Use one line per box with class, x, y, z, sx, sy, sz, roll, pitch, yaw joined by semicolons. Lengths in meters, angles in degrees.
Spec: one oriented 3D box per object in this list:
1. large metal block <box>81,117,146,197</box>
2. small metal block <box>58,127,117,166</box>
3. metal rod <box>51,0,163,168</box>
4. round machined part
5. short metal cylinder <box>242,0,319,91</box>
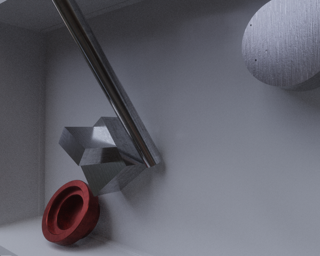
large metal block;-0.070;0.040;0.446;0.080;0.050;0.080;-44;64;31
small metal block;-0.093;0.022;0.400;0.050;0.050;0.025;38;113;33
metal rod;-0.077;-0.082;0.382;0.025;0.025;0.299;-18;106;38
round machined part;-0.133;0.135;0.484;0.098;0.042;0.098;-21;46;25
short metal cylinder;0.124;-0.076;0.287;0.080;0.050;0.079;0;90;39
